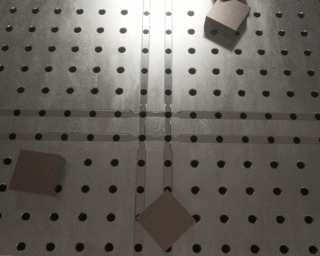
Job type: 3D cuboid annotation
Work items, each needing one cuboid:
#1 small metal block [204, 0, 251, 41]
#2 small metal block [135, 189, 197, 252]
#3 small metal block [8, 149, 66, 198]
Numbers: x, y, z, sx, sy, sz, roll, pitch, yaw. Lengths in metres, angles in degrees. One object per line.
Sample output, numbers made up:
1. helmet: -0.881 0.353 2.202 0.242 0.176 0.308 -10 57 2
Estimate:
1. small metal block: 0.103 -0.170 0.475 0.050 0.025 0.050 31 73 10
2. small metal block: 0.007 0.111 0.371 0.050 0.025 0.050 -40 75 -14
3. small metal block: -0.153 0.057 0.389 0.050 0.025 0.050 8 70 2
